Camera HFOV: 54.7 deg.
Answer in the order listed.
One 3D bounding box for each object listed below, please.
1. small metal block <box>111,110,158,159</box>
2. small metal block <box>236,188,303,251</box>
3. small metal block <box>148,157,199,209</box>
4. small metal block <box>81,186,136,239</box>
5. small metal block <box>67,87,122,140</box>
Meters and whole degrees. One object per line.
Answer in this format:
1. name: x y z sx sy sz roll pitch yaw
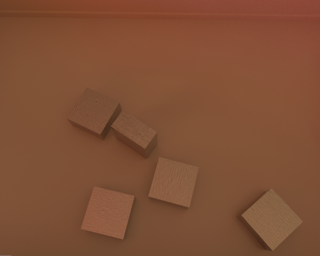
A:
1. small metal block: -0.031 0.010 0.392 0.050 0.050 0.025 33 74 11
2. small metal block: 0.130 0.109 0.371 0.050 0.025 0.050 -37 74 -13
3. small metal block: 0.017 0.069 0.384 0.050 0.025 0.050 14 71 5
4. small metal block: -0.060 0.102 0.372 0.050 0.025 0.050 13 70 4
5. small metal block: -0.087 -0.019 0.416 0.050 0.025 0.050 25 72 8
